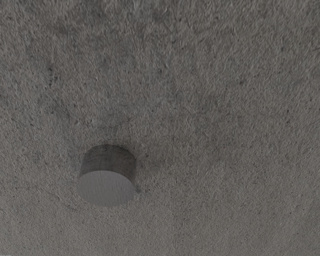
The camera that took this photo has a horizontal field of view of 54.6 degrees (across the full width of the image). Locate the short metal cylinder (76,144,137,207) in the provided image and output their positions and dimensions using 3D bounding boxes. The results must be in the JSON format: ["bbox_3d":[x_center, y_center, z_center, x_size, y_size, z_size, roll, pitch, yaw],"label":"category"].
[{"bbox_3d":[-0.076,0.070,0.449,0.080,0.050,0.080,0,130,0],"label":"short metal cylinder"}]
